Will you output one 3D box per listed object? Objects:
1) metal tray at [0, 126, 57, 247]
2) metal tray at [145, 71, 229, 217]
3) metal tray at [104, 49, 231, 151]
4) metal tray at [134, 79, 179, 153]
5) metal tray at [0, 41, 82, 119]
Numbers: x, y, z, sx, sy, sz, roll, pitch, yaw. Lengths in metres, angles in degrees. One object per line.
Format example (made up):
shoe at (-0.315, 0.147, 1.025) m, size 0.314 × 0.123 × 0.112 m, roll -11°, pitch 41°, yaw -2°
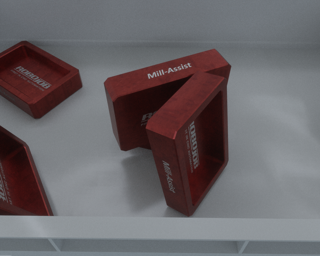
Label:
metal tray at (-0.160, 0.048, 0.314) m, size 0.030 × 0.090 × 0.130 m, roll -36°, pitch 54°, yaw -2°
metal tray at (0.035, 0.019, 0.318) m, size 0.030 × 0.129 × 0.090 m, roll 21°, pitch 53°, yaw 31°
metal tray at (0.010, -0.030, 0.347) m, size 0.131 × 0.090 × 0.030 m, roll -19°, pitch 53°, yaw -15°
metal tray at (0.016, -0.027, 0.424) m, size 0.090 × 0.030 × 0.130 m, roll 13°, pitch 51°, yaw 10°
metal tray at (-0.195, -0.077, 0.464) m, size 0.130 × 0.030 × 0.090 m, roll 30°, pitch 56°, yaw 22°
